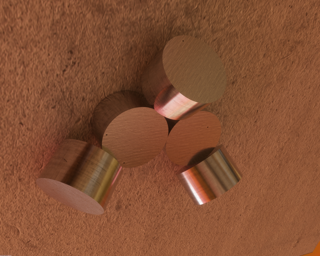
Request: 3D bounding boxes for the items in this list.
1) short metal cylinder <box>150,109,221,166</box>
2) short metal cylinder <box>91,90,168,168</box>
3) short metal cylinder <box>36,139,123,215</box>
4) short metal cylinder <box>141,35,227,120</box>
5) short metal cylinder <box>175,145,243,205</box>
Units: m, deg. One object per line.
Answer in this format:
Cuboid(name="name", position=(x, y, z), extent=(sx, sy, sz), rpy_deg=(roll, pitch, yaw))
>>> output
Cuboid(name="short metal cylinder", position=(0.033, 0.003, 0.412), extent=(0.081, 0.050, 0.079), rpy_deg=(-14, 124, -21))
Cuboid(name="short metal cylinder", position=(-0.037, 0.001, 0.372), extent=(0.081, 0.050, 0.079), rpy_deg=(-14, 124, -21))
Cuboid(name="short metal cylinder", position=(-0.089, 0.056, 0.351), extent=(0.080, 0.080, 0.050), rpy_deg=(55, 46, -39))
Cuboid(name="short metal cylinder", position=(0.026, -0.055, 0.345), extent=(0.081, 0.080, 0.050), rpy_deg=(1, 160, -29))
Cuboid(name="short metal cylinder", position=(0.069, 0.066, 0.443), extent=(0.080, 0.080, 0.050), rpy_deg=(-32, 87, -7))
